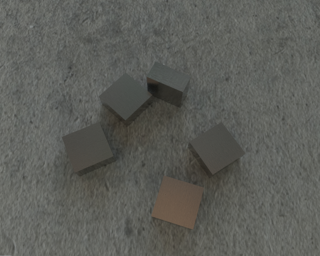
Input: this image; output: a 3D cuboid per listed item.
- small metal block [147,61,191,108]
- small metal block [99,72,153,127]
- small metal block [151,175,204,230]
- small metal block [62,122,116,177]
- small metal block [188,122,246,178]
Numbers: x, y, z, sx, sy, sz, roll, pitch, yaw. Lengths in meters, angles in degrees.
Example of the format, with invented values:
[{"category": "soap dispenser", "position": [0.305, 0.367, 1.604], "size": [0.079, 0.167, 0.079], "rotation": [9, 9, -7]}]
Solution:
[{"category": "small metal block", "position": [0.011, -0.057, 0.416], "size": [0.050, 0.050, 0.025], "rotation": [24, 72, 8]}, {"category": "small metal block", "position": [-0.046, -0.039, 0.422], "size": [0.050, 0.025, 0.050], "rotation": [41, 75, 13]}, {"category": "small metal block", "position": [0.021, 0.091, 0.375], "size": [0.050, 0.025, 0.050], "rotation": [16, 71, 5]}, {"category": "small metal block", "position": [-0.090, 0.027, 0.397], "size": [0.050, 0.025, 0.050], "rotation": [-23, 72, -9]}, {"category": "small metal block", "position": [0.072, 0.029, 0.399], "size": [0.050, 0.025, 0.050], "rotation": [-31, 73, -11]}]
